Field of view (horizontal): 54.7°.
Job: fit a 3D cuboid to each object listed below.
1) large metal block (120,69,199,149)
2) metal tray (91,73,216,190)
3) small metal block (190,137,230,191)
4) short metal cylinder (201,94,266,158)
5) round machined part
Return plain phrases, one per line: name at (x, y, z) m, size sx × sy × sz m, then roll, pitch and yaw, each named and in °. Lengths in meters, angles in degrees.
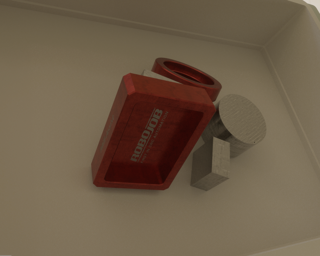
large metal block at (-0.001, -0.016, 0.381) m, size 0.081 × 0.080 × 0.050 m, roll 19°, pitch 54°, yaw -18°
metal tray at (-0.012, 0.012, 0.324) m, size 0.091 × 0.129 × 0.030 m, roll 8°, pitch 38°, yaw -24°
small metal block at (0.064, 0.047, 0.398) m, size 0.025 × 0.050 × 0.050 m, roll 21°, pitch 54°, yaw -16°
short metal cylinder at (0.105, -0.002, 0.450) m, size 0.081 × 0.050 × 0.080 m, roll 14°, pitch 56°, yaw -21°
round machined part at (0.032, -0.058, 0.431) m, size 0.099 × 0.042 × 0.098 m, roll 19°, pitch 23°, yaw -8°
